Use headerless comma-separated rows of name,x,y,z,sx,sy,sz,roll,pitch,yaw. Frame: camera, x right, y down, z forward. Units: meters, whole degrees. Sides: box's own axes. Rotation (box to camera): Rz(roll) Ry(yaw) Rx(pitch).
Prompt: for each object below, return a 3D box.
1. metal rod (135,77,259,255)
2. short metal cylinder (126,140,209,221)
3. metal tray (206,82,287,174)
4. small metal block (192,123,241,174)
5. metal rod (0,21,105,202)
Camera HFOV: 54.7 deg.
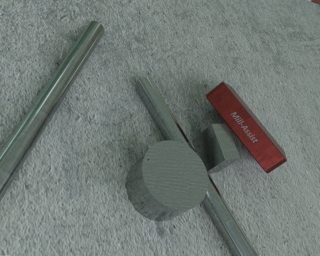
metal rod,0.049,0.062,0.392,0.025,0.025,0.299,-20,72,-36
short metal cylinder,0.008,0.061,0.355,0.081,0.050,0.080,14,56,-21
metal tray,0.124,-0.004,0.440,0.130,0.030,0.090,53,18,10
small metal block,0.073,0.028,0.410,0.025,0.050,0.050,-2,63,-29
metal rod,-0.128,-0.027,0.350,0.025,0.025,0.300,27,52,-12
